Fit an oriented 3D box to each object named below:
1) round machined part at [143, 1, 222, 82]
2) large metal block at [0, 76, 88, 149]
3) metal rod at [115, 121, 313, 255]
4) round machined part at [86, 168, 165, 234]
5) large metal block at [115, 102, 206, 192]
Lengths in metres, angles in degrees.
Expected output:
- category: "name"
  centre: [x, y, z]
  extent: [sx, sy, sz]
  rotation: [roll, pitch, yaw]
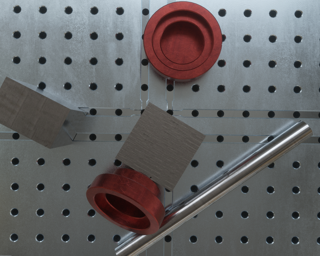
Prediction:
- category: "round machined part"
  centre: [0.029, -0.109, 0.405]
  extent: [0.099, 0.042, 0.097]
  rotation: [0, 90, 0]
- category: "large metal block"
  centre: [-0.147, -0.017, 0.385]
  extent: [0.080, 0.080, 0.050]
  rotation: [27, 90, 0]
- category: "metal rod"
  centre: [0.071, 0.085, 0.413]
  extent: [0.301, 0.025, 0.025]
  rotation: [-34, 90, 0]
- category: "round machined part"
  centre: [-0.038, 0.087, 0.387]
  extent: [0.098, 0.097, 0.042]
  rotation: [30, 52, 0]
- category: "large metal block"
  centre: [0.001, 0.023, 0.401]
  extent: [0.080, 0.050, 0.080]
  rotation: [31, 90, 0]
